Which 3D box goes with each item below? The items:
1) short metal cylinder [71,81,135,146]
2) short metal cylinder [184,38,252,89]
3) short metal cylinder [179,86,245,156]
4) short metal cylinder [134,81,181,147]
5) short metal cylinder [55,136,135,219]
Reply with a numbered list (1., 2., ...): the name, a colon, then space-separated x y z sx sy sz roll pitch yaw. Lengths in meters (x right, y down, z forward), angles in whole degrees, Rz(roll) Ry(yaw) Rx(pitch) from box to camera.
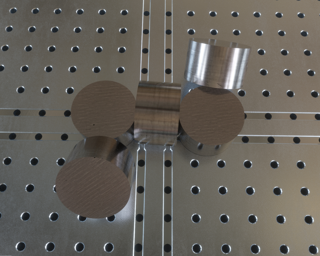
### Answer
1. short metal cylinder: -0.069 -0.014 0.402 0.081 0.050 0.080 0 70 0
2. short metal cylinder: 0.075 -0.087 0.408 0.080 0.080 0.050 8 112 2
3. short metal cylinder: 0.063 -0.009 0.402 0.081 0.050 0.080 0 70 0
4. short metal cylinder: -0.002 -0.018 0.389 0.050 0.080 0.080 5 70 1
5. short metal cylinder: -0.071 0.056 0.355 0.081 0.050 0.079 0 114 1
